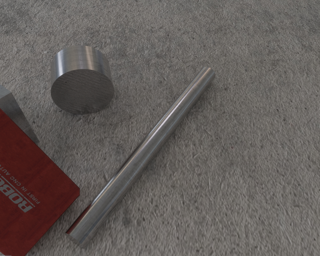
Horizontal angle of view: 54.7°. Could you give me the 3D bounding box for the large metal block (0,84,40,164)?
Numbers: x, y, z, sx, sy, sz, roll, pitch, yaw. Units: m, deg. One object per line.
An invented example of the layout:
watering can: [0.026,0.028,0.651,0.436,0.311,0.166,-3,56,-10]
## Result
large metal block: [-0.202,-0.013,0.370,0.080,0.080,0.050,29,56,32]

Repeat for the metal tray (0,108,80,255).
metal tray: [-0.155,0.052,0.302,0.130,0.030,0.090,51,56,-17]

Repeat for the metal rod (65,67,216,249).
metal rod: [-0.006,0.015,0.390,0.025,0.025,0.301,25,54,20]

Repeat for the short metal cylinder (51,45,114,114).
short metal cylinder: [-0.106,-0.064,0.421,0.081,0.080,0.050,-10,51,-9]
